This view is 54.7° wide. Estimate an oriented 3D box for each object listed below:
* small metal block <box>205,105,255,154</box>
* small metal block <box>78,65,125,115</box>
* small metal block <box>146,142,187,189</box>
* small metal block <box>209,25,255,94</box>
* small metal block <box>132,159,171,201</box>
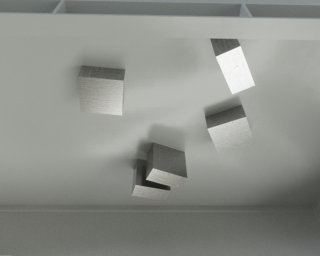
[{"bbox_3d":[0.093,0.003,0.413,0.050,0.025,0.050,-18,128,14],"label":"small metal block"},{"bbox_3d":[-0.069,-0.044,0.370,0.050,0.025,0.050,5,130,-5],"label":"small metal block"},{"bbox_3d":[0.009,0.053,0.438,0.050,0.050,0.025,18,128,-16],"label":"small metal block"},{"bbox_3d":[0.077,-0.073,0.332,0.025,0.050,0.050,-22,127,17],"label":"small metal block"},{"bbox_3d":[-0.013,0.076,0.458,0.050,0.050,0.025,12,129,-11],"label":"small metal block"}]
